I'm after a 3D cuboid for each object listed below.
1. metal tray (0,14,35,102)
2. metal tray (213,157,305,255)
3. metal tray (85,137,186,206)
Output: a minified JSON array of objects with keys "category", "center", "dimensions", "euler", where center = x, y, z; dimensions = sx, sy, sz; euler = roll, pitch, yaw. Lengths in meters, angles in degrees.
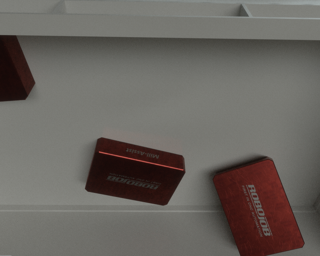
[{"category":"metal tray","center":[-0.220,-0.071,0.342],"dimensions":[0.131,0.030,0.089],"euler":[-4,130,2]},{"category":"metal tray","center":[0.143,0.117,0.456],"dimensions":[0.090,0.030,0.129],"euler":[-21,85,16]},{"category":"metal tray","center":[-0.038,0.068,0.464],"dimensions":[0.131,0.030,0.089],"euler":[14,129,-12]}]
